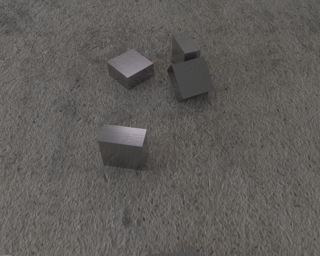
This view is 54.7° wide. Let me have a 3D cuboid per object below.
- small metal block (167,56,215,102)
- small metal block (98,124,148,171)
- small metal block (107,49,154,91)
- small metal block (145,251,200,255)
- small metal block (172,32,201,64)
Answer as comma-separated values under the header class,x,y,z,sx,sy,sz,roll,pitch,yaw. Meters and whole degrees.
class,x,y,z,sx,sy,sz,roll,pitch,yaw
small metal block,0.044,-0.070,0.446,0.050,0.025,0.050,-18,90,-15
small metal block,-0.042,0.024,0.367,0.050,0.050,0.025,7,51,6
small metal block,-0.045,-0.091,0.480,0.050,0.025,0.050,-35,58,-26
small metal block,0.013,0.144,0.282,0.050,0.025,0.050,-2,50,-2
small metal block,0.039,-0.112,0.481,0.025,0.050,0.050,-15,52,-12
